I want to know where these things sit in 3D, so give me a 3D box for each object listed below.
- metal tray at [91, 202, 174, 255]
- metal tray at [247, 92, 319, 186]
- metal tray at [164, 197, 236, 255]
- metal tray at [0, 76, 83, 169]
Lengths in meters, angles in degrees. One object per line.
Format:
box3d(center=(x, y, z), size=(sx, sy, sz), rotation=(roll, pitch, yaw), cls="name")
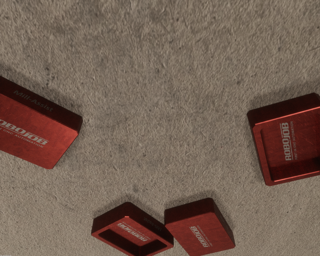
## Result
box3d(center=(-0.048, 0.193, 0.567), size=(0.090, 0.030, 0.130), rotation=(-32, 124, 24), cls="metal tray")
box3d(center=(0.178, 0.021, 0.424), size=(0.090, 0.030, 0.130), rotation=(-16, 129, 13), cls="metal tray")
box3d(center=(0.074, 0.184, 0.562), size=(0.090, 0.030, 0.130), rotation=(-20, 128, 16), cls="metal tray")
box3d(center=(-0.179, -0.005, 0.397), size=(0.131, 0.030, 0.090), rotation=(29, 124, -23), cls="metal tray")
